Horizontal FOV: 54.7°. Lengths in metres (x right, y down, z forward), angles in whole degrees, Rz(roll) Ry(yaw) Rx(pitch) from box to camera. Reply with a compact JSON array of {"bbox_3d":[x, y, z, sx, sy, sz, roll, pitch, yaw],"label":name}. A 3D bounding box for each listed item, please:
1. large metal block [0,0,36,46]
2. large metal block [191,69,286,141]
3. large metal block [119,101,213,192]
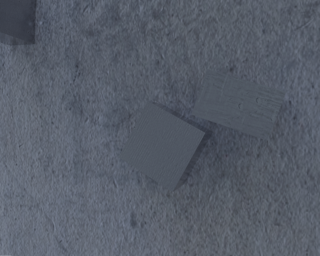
[{"bbox_3d":[-0.234,-0.173,0.460,0.050,0.080,0.079,3,91,20],"label":"large metal block"},{"bbox_3d":[0.090,-0.025,0.348,0.080,0.080,0.050,20,97,18],"label":"large metal block"},{"bbox_3d":[0.008,0.021,0.392,0.080,0.050,0.080,30,100,17],"label":"large metal block"}]
